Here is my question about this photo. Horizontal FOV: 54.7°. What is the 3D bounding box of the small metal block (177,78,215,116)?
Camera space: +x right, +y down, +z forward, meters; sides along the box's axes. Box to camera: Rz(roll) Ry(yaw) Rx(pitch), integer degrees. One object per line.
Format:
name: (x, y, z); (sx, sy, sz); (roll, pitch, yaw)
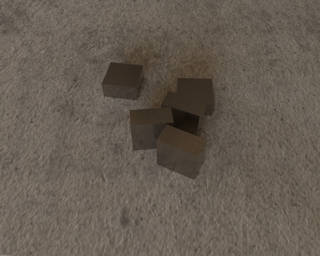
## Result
small metal block: (0.049, -0.045, 0.442); (0.050, 0.025, 0.050); (2, 50, 1)

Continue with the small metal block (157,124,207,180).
small metal block: (0.024, 0.029, 0.363); (0.050, 0.050, 0.025); (21, 53, 16)

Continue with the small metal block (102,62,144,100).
small metal block: (-0.054, -0.070, 0.462); (0.050, 0.025, 0.050); (7, 50, 5)

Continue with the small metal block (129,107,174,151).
small metal block: (-0.010, 0.002, 0.385); (0.050, 0.050, 0.025); (-5, 51, -4)

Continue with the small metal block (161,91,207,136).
small metal block: (0.029, -0.015, 0.400); (0.050, 0.050, 0.025); (19, 52, 15)
